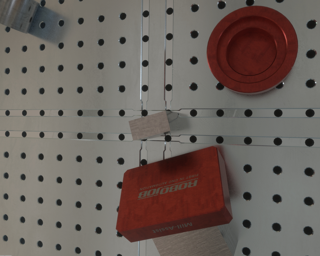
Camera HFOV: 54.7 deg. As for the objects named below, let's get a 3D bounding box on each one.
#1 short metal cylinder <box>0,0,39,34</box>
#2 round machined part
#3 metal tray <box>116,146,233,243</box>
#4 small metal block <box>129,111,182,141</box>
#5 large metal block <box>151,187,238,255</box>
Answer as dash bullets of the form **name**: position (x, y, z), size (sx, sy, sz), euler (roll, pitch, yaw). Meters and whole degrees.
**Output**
- **short metal cylinder**: position (-0.230, -0.182, 0.462), size (0.080, 0.080, 0.050), euler (28, 99, 17)
- **round machined part**: position (0.108, -0.088, 0.365), size (0.098, 0.042, 0.097), euler (0, 90, 19)
- **metal tray**: position (0.015, 0.079, 0.375), size (0.130, 0.030, 0.090), euler (-18, 41, 18)
- **small metal block**: position (-0.005, -0.003, 0.400), size (0.050, 0.050, 0.025), euler (-15, 85, 19)
- **large metal block**: position (0.039, 0.128, 0.385), size (0.080, 0.050, 0.080), euler (-30, 81, 17)
